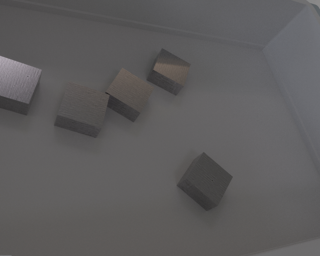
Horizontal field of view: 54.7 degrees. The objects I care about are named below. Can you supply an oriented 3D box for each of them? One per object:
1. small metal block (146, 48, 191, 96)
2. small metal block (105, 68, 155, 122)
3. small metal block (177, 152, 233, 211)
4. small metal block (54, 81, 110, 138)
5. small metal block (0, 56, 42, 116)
[{"bbox_3d":[0.014,-0.084,0.464,0.050,0.025,0.050,27,52,-12],"label":"small metal block"},{"bbox_3d":[-0.042,-0.044,0.409,0.050,0.025,0.050,31,52,-8],"label":"small metal block"},{"bbox_3d":[0.058,0.068,0.395,0.050,0.025,0.050,41,51,-1],"label":"small metal block"},{"bbox_3d":[-0.092,-0.022,0.369,0.050,0.025,0.050,18,55,-18],"label":"small metal block"},{"bbox_3d":[-0.166,-0.048,0.345,0.050,0.025,0.050,18,55,-18],"label":"small metal block"}]
